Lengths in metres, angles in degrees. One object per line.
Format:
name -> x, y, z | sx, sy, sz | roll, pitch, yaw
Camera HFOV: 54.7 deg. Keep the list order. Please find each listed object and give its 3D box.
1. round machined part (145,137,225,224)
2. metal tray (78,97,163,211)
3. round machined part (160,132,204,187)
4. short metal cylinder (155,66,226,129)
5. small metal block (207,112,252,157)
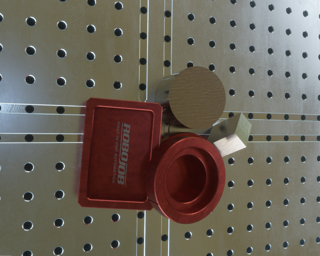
round machined part -> 0.026, 0.058, 0.363 | 0.099, 0.042, 0.097 | -1, 93, -31
metal tray -> -0.048, 0.032, 0.381 | 0.091, 0.030, 0.129 | 5, 88, -6
round machined part -> 0.035, 0.054, 0.416 | 0.099, 0.042, 0.097 | 0, 90, -21
short metal cylinder -> 0.040, -0.038, 0.415 | 0.081, 0.050, 0.079 | 0, 90, -21
small metal block -> 0.094, 0.011, 0.425 | 0.025, 0.050, 0.050 | 49, 40, -14
